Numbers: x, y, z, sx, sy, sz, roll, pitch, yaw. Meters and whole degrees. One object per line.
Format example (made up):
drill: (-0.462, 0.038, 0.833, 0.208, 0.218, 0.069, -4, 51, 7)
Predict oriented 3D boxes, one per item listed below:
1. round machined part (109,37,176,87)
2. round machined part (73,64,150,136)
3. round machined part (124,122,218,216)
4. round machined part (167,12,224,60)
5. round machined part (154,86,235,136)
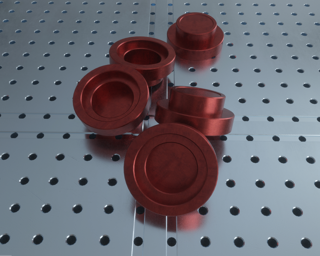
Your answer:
round machined part: (-0.027, -0.098, 0.473, 0.099, 0.042, 0.098, 3, 42, -3)
round machined part: (-0.061, -0.034, 0.414, 0.098, 0.042, 0.098, -2, 65, 4)
round machined part: (0.013, 0.042, 0.340, 0.098, 0.042, 0.097, 1, 94, 8)
round machined part: (0.061, -0.163, 0.534, 0.099, 0.042, 0.098, 0, 50, 0)
round machined part: (0.044, -0.026, 0.388, 0.099, 0.042, 0.098, 8, 16, -2)
